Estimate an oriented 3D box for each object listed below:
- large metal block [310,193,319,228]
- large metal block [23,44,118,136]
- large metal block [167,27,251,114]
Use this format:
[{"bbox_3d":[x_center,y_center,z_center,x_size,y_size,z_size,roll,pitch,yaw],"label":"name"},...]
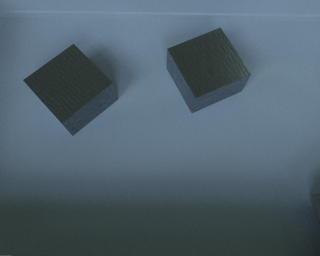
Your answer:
[{"bbox_3d":[0.223,0.107,0.344,0.080,0.050,0.080,-17,69,18],"label":"large metal block"},{"bbox_3d":[-0.116,-0.050,0.414,0.080,0.050,0.080,-41,75,-14],"label":"large metal block"},{"bbox_3d":[0.063,-0.078,0.425,0.080,0.050,0.080,-24,72,-9],"label":"large metal block"}]
